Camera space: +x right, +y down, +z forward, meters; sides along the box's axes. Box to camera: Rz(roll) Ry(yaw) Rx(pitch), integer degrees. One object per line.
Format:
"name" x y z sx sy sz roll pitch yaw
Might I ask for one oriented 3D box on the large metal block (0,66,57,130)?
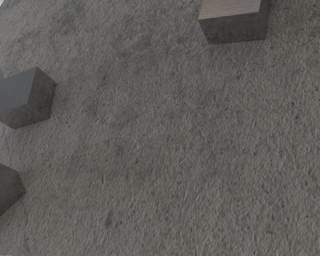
"large metal block" -0.237 -0.052 0.544 0.080 0.050 0.080 -14 56 20

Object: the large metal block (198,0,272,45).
"large metal block" 0.108 -0.168 0.434 0.080 0.050 0.080 3 63 29

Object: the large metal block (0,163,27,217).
"large metal block" -0.261 0.092 0.449 0.080 0.080 0.050 -44 51 -2
